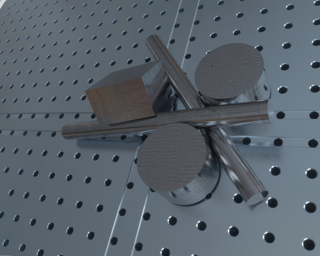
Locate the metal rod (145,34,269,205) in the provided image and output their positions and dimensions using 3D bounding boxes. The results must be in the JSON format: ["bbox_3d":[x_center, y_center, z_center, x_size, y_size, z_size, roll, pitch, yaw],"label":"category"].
[{"bbox_3d":[0.043,-0.034,0.402,0.025,0.025,0.300,-33,51,7],"label":"metal rod"}]

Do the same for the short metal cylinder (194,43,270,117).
[{"bbox_3d":[0.088,-0.055,0.376,0.080,0.050,0.080,-13,56,21],"label":"short metal cylinder"}]

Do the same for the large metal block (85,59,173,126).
[{"bbox_3d":[-0.038,-0.048,0.414,0.080,0.050,0.080,-10,23,23],"label":"large metal block"}]

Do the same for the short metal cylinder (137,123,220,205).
[{"bbox_3d":[0.021,0.041,0.351,0.080,0.050,0.080,-13,56,21],"label":"short metal cylinder"}]

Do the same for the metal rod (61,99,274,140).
[{"bbox_3d":[-0.014,-0.006,0.393,0.300,0.025,0.025,-5,59,32],"label":"metal rod"}]
